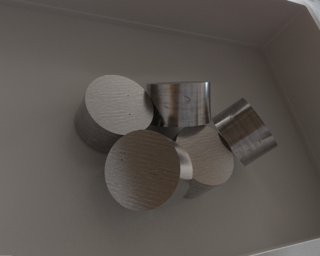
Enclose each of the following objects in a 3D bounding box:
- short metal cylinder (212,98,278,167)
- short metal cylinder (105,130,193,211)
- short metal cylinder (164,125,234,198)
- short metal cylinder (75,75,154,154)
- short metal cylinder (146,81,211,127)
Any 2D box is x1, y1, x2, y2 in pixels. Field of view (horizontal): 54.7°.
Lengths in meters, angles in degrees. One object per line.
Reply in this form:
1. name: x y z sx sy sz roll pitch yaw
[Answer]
1. short metal cylinder: 0.114 0.006 0.421 0.080 0.050 0.080 53 10 -13
2. short metal cylinder: -0.010 0.045 0.328 0.080 0.080 0.050 66 12 18
3. short metal cylinder: 0.044 0.042 0.388 0.081 0.050 0.080 14 56 -21
4. short metal cylinder: -0.055 -0.016 0.368 0.081 0.050 0.080 14 56 -21
5. short metal cylinder: 0.024 -0.033 0.393 0.081 0.080 0.050 -8 102 -32
